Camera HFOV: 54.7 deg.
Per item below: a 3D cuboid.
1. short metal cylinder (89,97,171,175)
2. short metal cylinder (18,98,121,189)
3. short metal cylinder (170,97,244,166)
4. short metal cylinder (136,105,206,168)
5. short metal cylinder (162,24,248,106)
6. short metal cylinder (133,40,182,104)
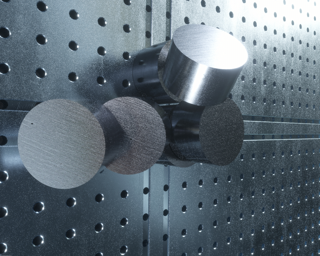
[{"bbox_3d":[-0.030,0.006,0.338,0.050,0.080,0.079,-33,118,-80],"label":"short metal cylinder"},{"bbox_3d":[-0.083,0.012,0.295,0.050,0.080,0.079,-37,122,-81],"label":"short metal cylinder"},{"bbox_3d":[0.056,0.003,0.372,0.081,0.050,0.079,0,90,-40],"label":"short metal cylinder"},{"bbox_3d":[0.016,0.009,0.405,0.081,0.050,0.079,0,90,-40],"label":"short metal cylinder"},{"bbox_3d":[0.047,-0.070,0.338,0.081,0.080,0.050,-30,152,-36],"label":"short metal cylinder"},{"bbox_3d":[0.012,-0.071,0.402,0.081,0.050,0.079,0,90,-40],"label":"short metal cylinder"}]
